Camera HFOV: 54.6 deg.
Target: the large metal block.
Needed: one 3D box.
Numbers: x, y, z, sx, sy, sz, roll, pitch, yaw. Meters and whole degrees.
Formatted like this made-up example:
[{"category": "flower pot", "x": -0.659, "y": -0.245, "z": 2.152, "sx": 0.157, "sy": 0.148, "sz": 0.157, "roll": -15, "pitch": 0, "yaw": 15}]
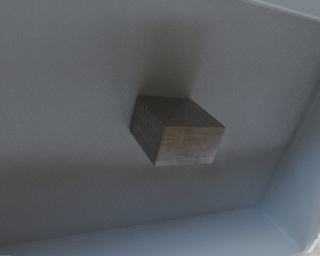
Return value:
[{"category": "large metal block", "x": 0.018, "y": 0.001, "z": 0.380, "sx": 0.081, "sy": 0.080, "sz": 0.050, "roll": 1, "pitch": 118, "yaw": -29}]
